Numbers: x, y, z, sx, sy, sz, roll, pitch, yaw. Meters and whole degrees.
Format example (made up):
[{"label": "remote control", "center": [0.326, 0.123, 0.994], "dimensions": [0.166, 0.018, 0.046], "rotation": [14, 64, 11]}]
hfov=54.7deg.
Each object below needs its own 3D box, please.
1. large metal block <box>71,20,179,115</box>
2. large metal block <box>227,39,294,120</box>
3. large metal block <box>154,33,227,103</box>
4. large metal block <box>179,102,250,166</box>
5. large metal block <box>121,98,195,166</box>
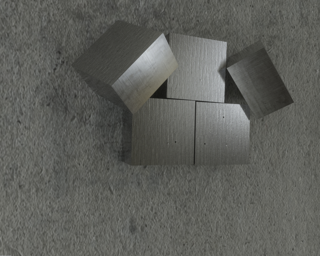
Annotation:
[{"label": "large metal block", "center": [-0.040, -0.073, 0.359], "dimensions": [0.080, 0.080, 0.050], "rotation": [-49, 140, -14]}, {"label": "large metal block", "center": [0.136, -0.069, 0.426], "dimensions": [0.050, 0.080, 0.080], "rotation": [-28, 103, 23]}, {"label": "large metal block", "center": [0.039, -0.075, 0.413], "dimensions": [0.081, 0.050, 0.079], "rotation": [3, 89, -20]}, {"label": "large metal block", "center": [0.073, 0.008, 0.423], "dimensions": [0.081, 0.050, 0.079], "rotation": [1, 90, -21]}, {"label": "large metal block", "center": [-0.003, 0.005, 0.396], "dimensions": [0.081, 0.050, 0.079], "rotation": [1, 90, -21]}]
